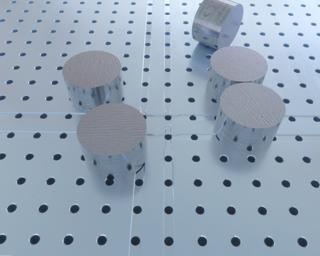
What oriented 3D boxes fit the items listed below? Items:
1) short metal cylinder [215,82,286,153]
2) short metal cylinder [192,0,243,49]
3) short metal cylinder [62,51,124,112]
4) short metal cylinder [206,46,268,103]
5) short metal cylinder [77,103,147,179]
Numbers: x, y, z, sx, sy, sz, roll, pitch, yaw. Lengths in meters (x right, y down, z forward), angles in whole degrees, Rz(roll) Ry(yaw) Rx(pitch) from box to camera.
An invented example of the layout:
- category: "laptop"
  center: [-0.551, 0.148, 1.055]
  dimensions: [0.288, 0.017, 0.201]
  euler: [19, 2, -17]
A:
- category: "short metal cylinder"
  center: [0.115, -0.014, 0.405]
  dimensions: [0.081, 0.050, 0.080]
  euler: [0, 50, 0]
- category: "short metal cylinder"
  center: [0.097, -0.176, 0.521]
  dimensions: [0.050, 0.080, 0.080]
  euler: [31, 56, 23]
- category: "short metal cylinder"
  center: [-0.094, -0.067, 0.446]
  dimensions: [0.081, 0.050, 0.080]
  euler: [0, 50, 0]
- category: "short metal cylinder"
  center: [0.112, -0.076, 0.457]
  dimensions: [0.081, 0.050, 0.080]
  euler: [0, 50, 0]
- category: "short metal cylinder"
  center: [-0.056, 0.015, 0.378]
  dimensions: [0.081, 0.050, 0.080]
  euler: [0, 50, 0]
